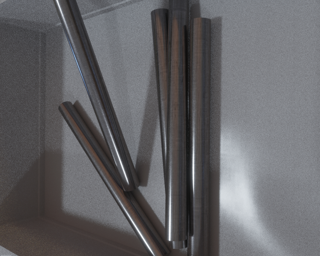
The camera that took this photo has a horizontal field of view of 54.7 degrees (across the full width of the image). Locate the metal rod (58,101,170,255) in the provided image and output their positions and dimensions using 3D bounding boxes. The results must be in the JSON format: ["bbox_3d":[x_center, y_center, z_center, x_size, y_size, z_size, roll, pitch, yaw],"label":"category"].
[{"bbox_3d":[-0.081,0.066,0.470,0.300,0.025,0.025,51,120,27],"label":"metal rod"}]

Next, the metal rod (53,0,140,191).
[{"bbox_3d":[-0.082,-0.052,0.394,0.025,0.025,0.298,-1,114,40],"label":"metal rod"}]

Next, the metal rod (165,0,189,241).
[{"bbox_3d":[0.021,-0.021,0.371,0.025,0.025,0.298,-4,83,39],"label":"metal rod"}]

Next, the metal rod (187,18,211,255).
[{"bbox_3d":[0.046,0.023,0.367,0.025,0.025,0.298,1,91,39],"label":"metal rod"}]

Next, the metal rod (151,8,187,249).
[{"bbox_3d":[0.012,-0.002,0.394,0.025,0.025,0.298,-8,85,39],"label":"metal rod"}]
